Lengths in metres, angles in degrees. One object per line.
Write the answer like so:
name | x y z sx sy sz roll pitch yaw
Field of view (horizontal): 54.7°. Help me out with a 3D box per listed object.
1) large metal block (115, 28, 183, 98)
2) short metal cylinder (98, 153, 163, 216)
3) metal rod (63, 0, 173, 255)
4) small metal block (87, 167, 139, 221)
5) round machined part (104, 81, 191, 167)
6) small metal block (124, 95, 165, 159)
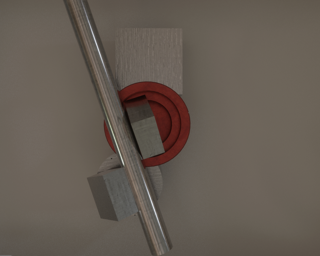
large metal block | -0.013 -0.080 0.396 0.081 0.050 0.079 0 90 -1
short metal cylinder | -0.037 0.066 0.398 0.081 0.050 0.079 0 90 -1
metal rod | -0.047 -0.007 0.340 0.025 0.025 0.298 -19 90 0
small metal block | -0.054 0.073 0.345 0.025 0.050 0.050 -19 90 -34
round machined part | -0.014 -0.005 0.372 0.099 0.042 0.097 0 90 -1
small metal block | -0.018 -0.002 0.349 0.025 0.050 0.050 -19 125 -4
